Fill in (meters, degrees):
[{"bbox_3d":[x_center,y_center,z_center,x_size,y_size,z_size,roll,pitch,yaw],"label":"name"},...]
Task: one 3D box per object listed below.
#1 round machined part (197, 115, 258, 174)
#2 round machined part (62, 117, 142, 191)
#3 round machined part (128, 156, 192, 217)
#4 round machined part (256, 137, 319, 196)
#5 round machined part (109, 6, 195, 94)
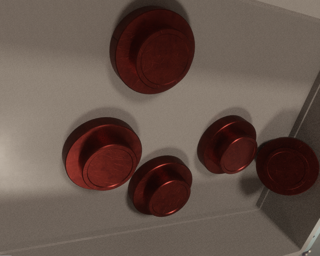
[{"bbox_3d":[0.111,0.032,0.481,0.099,0.042,0.097,-14,125,-21],"label":"round machined part"},{"bbox_3d":[-0.068,0.039,0.386,0.099,0.042,0.097,-14,125,-21],"label":"round machined part"},{"bbox_3d":[0.006,0.093,0.460,0.099,0.042,0.097,-14,125,-21],"label":"round machined part"},{"bbox_3d":[0.211,0.065,0.516,0.097,0.098,0.042,-60,161,15],"label":"round machined part"},{"bbox_3d":[-0.003,-0.082,0.347,0.099,0.042,0.097,-14,125,-21],"label":"round machined part"}]
